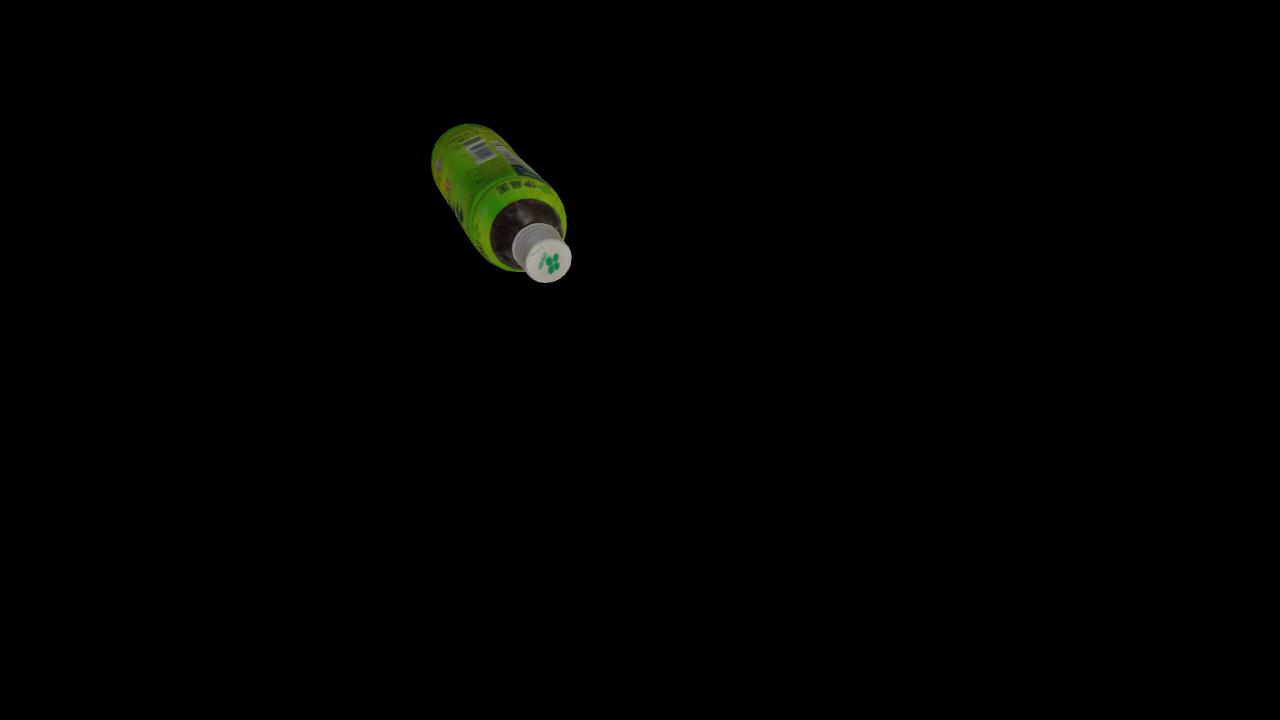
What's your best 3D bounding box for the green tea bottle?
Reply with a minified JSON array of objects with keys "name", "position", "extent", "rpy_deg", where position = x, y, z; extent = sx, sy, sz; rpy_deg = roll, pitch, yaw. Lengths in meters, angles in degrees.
[{"name":"green tea bottle","position":[-0.102,-0.116,0.454],"extent":[0.073,0.073,0.212],"rpy_deg":[0,30,-29]}]
